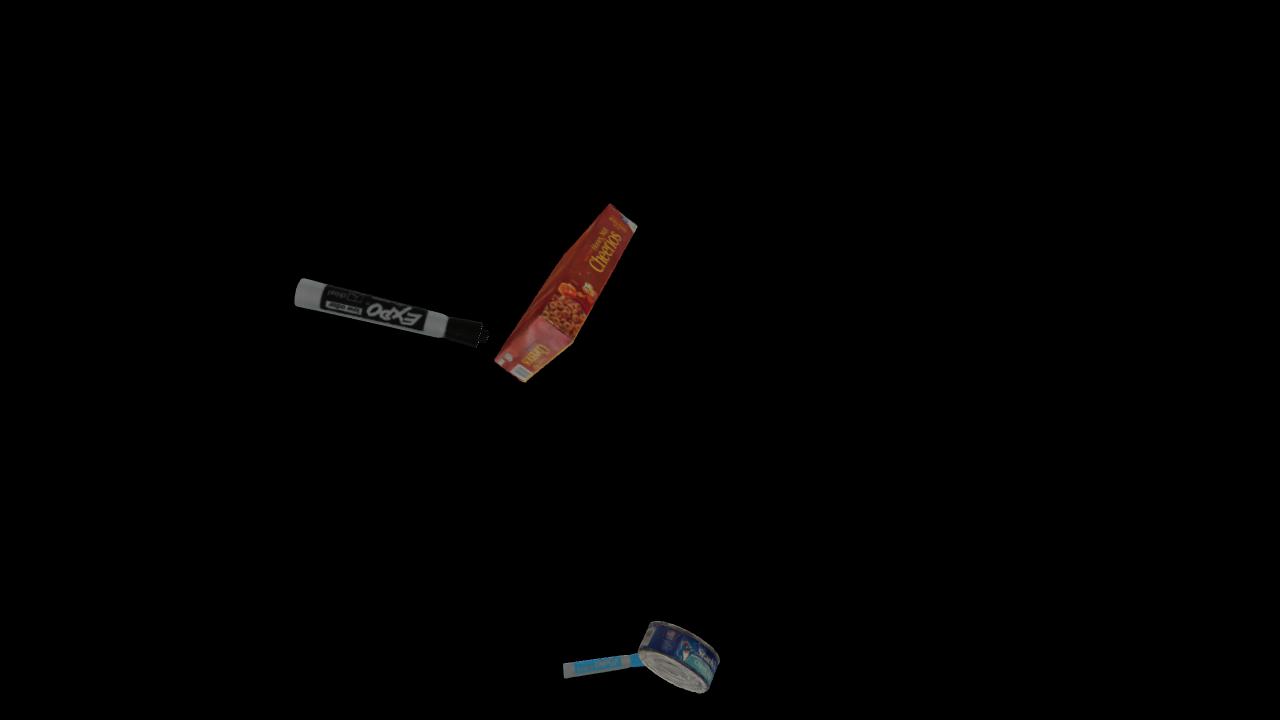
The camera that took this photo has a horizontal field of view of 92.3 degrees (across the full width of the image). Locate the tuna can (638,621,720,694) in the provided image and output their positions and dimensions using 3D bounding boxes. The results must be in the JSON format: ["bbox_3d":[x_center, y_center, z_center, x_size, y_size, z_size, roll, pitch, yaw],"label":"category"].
[{"bbox_3d":[0.040,0.316,0.654,0.084,0.084,0.034,0,41,36],"label":"tuna can"}]

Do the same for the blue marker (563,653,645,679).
[{"bbox_3d":[-0.045,0.423,0.853,0.121,0.020,0.020,-3,1,-11],"label":"blue marker"}]

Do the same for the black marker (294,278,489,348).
[{"bbox_3d":[-0.162,-0.030,0.411,0.121,0.020,0.020,14,-4,-17],"label":"black marker"}]

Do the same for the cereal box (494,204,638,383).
[{"bbox_3d":[-0.131,-0.123,1.119,0.081,0.306,0.203,37,-39,-16],"label":"cereal box"}]
